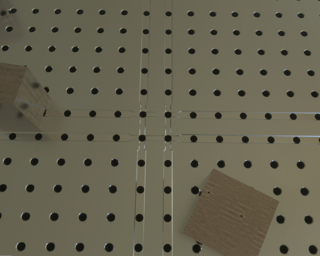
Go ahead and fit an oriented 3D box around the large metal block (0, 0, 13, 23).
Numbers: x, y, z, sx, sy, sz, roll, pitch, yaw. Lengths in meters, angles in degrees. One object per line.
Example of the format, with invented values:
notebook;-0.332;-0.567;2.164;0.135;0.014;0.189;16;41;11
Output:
large metal block;-0.284;-0.198;0.467;0.080;0.050;0.080;-25;72;-9

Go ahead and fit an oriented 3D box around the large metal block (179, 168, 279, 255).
large metal block;0.078;0.105;0.361;0.080;0.050;0.080;27;72;9

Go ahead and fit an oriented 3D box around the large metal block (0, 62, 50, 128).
large metal block;-0.200;-0.042;0.396;0.080;0.080;0.050;9;71;3
